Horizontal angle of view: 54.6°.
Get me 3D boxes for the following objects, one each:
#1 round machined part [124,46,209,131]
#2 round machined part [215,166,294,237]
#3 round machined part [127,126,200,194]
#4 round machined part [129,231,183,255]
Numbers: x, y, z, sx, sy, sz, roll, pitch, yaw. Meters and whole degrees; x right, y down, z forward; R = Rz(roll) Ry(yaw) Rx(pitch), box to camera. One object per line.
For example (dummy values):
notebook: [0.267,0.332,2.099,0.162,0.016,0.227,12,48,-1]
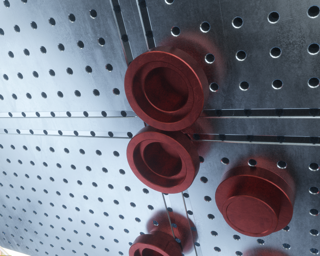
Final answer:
round machined part: [0.011,-0.048,0.365,0.098,0.042,0.097,13,124,21]
round machined part: [0.118,0.101,0.400,0.098,0.042,0.097,13,124,21]
round machined part: [0.008,0.038,0.420,0.098,0.042,0.097,13,124,21]
round machined part: [-0.001,0.219,0.537,0.098,0.042,0.097,13,124,21]
